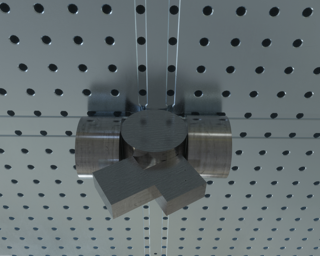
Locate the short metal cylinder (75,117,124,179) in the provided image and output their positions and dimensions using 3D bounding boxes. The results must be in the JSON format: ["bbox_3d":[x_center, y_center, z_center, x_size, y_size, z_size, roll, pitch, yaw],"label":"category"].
[{"bbox_3d":[-0.073,0.025,0.395,0.050,0.080,0.079,1,130,-1],"label":"short metal cylinder"}]

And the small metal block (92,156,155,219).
[{"bbox_3d":[-0.040,0.064,0.343,0.050,0.050,0.025,-21,135,-24],"label":"small metal block"}]

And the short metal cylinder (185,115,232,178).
[{"bbox_3d":[0.058,0.024,0.395,0.050,0.080,0.079,1,130,0],"label":"short metal cylinder"}]

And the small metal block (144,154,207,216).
[{"bbox_3d":[0.016,0.062,0.347,0.050,0.050,0.025,-20,135,-24],"label":"small metal block"}]

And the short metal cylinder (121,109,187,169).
[{"bbox_3d":[-0.007,0.020,0.392,0.081,0.080,0.050,1,130,-1],"label":"short metal cylinder"}]
